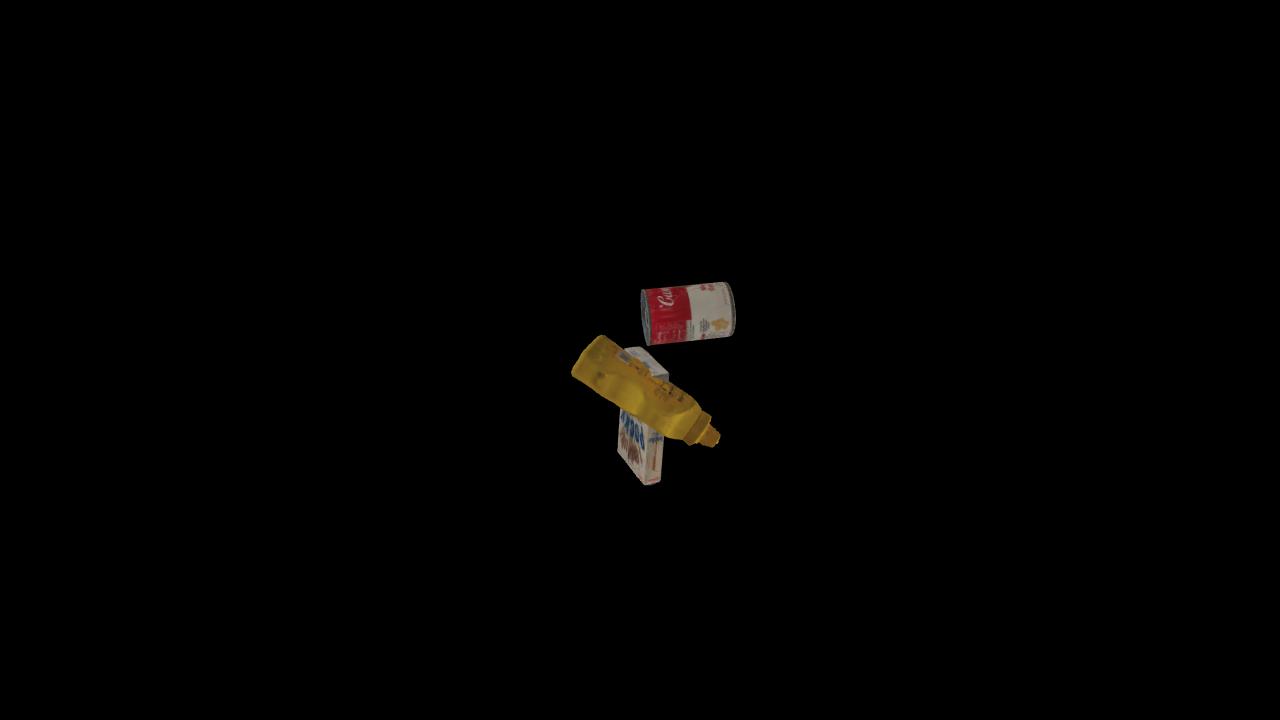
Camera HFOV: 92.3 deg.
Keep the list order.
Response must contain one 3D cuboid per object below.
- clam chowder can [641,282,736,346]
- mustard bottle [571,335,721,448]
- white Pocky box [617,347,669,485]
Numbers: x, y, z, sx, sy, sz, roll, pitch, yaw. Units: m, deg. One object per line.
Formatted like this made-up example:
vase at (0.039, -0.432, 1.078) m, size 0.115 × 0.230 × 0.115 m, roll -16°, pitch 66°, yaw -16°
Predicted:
clam chowder can at (0.055, -0.055, 0.725) m, size 0.102 × 0.068 × 0.068 m, roll -6°, pitch 1°, yaw -5°
mustard bottle at (0.014, 0.043, 0.708) m, size 0.184 × 0.054 × 0.092 m, roll 34°, pitch 13°, yaw 2°
white Pocky box at (0.003, 0.068, 0.763) m, size 0.028 × 0.154 × 0.084 m, roll -8°, pitch 28°, yaw -25°
